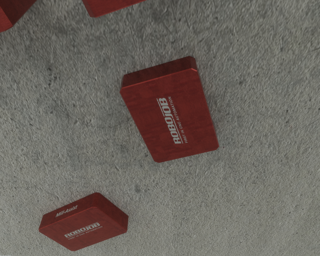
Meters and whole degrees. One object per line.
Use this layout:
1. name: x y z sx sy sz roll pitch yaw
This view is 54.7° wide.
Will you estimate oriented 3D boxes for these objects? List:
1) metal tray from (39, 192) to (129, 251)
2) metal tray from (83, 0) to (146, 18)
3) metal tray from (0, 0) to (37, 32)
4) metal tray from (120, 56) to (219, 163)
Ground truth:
1. metal tray: -0.133 0.169 0.546 0.130 0.030 0.090 -26 126 20
2. metal tray: 0.004 -0.137 0.247 0.130 0.090 0.030 -15 128 12
3. metal tray: -0.182 -0.101 0.276 0.130 0.090 0.030 -14 129 11
4. metal tray: 0.016 -0.017 0.389 0.090 0.030 0.130 -14 129 11
